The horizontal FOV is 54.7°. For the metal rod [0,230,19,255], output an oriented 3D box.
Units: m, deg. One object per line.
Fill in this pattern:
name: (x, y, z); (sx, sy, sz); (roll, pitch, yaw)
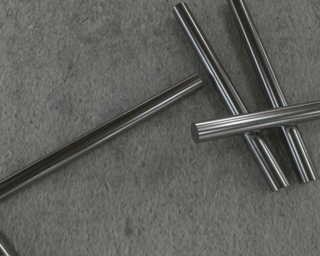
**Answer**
metal rod: (-0.192, 0.132, 0.357); (0.025, 0.025, 0.300); (-43, 76, -14)

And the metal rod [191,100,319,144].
metal rod: (0.184, -0.020, 0.392); (0.302, 0.025, 0.025); (-10, 70, -14)

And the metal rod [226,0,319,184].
metal rod: (0.151, -0.070, 0.435); (0.025, 0.025, 0.299); (-13, 71, -5)

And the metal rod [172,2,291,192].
metal rod: (0.090, -0.055, 0.429); (0.025, 0.025, 0.299); (-22, 72, -8)

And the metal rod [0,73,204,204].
metal rod: (-0.075, 0.008, 0.404); (0.302, 0.025, 0.025); (-30, 73, -11)
